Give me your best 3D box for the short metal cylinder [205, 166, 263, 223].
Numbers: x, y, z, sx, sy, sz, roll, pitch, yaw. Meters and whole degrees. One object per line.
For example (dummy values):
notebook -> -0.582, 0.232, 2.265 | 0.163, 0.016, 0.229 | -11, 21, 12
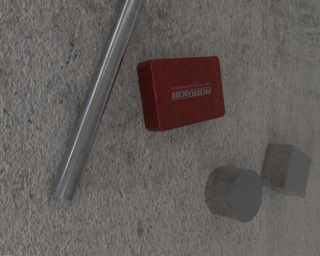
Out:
short metal cylinder -> 0.117, 0.102, 0.487 | 0.081, 0.050, 0.079 | 0, 90, -40

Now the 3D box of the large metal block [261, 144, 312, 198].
large metal block -> 0.240, 0.081, 0.590 | 0.080, 0.050, 0.080 | 27, 73, -37

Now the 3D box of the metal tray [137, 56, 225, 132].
metal tray -> 0.034, -0.050, 0.430 | 0.131, 0.030, 0.089 | -13, 99, -39

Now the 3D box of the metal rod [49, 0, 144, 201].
metal rod -> -0.059, -0.068, 0.354 | 0.025, 0.025, 0.299 | 27, 73, -37
